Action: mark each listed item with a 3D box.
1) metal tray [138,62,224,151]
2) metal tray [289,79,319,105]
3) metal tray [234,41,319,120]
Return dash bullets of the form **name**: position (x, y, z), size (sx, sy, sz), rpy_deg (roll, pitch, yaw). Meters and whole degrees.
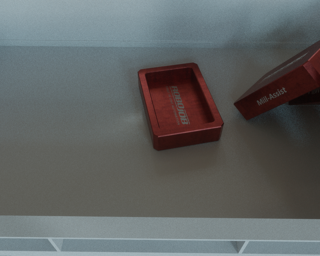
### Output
- **metal tray**: position (0.024, -0.035, 0.430), size (0.091, 0.030, 0.130), rpy_deg (-9, 51, -8)
- **metal tray**: position (0.231, -0.046, 0.385), size (0.091, 0.130, 0.030), rpy_deg (-1, 92, -1)
- **metal tray**: position (0.164, -0.063, 0.393), size (0.090, 0.129, 0.030), rpy_deg (-40, 92, -28)
